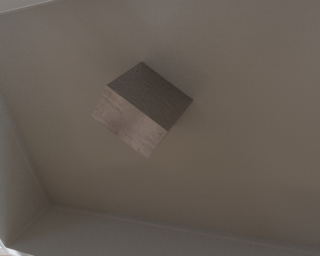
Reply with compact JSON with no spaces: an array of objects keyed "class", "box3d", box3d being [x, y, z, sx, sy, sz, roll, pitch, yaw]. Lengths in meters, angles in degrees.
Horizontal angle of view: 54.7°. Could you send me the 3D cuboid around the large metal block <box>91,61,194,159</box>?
[{"class":"large metal block","box3d":[-0.019,-0.024,0.367,0.080,0.080,0.050,37,129,3]}]
